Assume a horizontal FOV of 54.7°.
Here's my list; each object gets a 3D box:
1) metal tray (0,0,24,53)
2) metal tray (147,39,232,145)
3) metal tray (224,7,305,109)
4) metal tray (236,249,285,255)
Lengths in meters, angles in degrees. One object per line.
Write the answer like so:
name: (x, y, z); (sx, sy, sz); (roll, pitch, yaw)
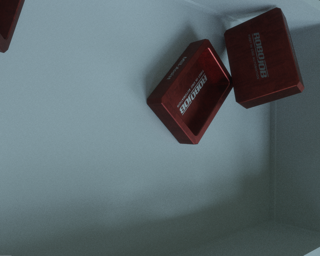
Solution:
metal tray: (-0.133, -0.122, 0.227); (0.030, 0.130, 0.090); (15, 80, -9)
metal tray: (0.049, -0.052, 0.443); (0.090, 0.030, 0.130); (50, 61, -28)
metal tray: (0.152, -0.103, 0.464); (0.030, 0.090, 0.130); (22, 57, -51)
metal tray: (0.173, 0.272, 0.551); (0.131, 0.030, 0.090); (11, 83, -40)
